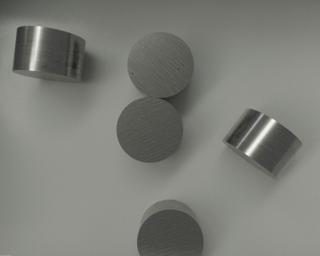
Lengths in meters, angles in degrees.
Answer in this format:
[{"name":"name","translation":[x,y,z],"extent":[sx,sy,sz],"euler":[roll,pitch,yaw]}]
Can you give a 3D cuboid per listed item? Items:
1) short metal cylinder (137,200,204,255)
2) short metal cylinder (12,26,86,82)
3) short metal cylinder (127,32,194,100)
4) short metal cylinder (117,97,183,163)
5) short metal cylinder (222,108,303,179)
[{"name":"short metal cylinder","translation":[0.013,0.138,0.399],"extent":[0.081,0.050,0.080],"euler":[0,90,0]},{"name":"short metal cylinder","translation":[-0.136,-0.088,0.383],"extent":[0.080,0.080,0.050],"euler":[6,90,0]},{"name":"short metal cylinder","translation":[0.001,-0.076,0.399],"extent":[0.081,0.050,0.080],"euler":[0,90,0]},{"name":"short metal cylinder","translation":[-0.012,0.002,0.399],"extent":[0.081,0.050,0.080],"euler":[0,90,0]},{"name":"short metal cylinder","translation":[0.125,0.020,0.385],"extent":[0.080,0.080,0.050],"euler":[37,90,0]}]
